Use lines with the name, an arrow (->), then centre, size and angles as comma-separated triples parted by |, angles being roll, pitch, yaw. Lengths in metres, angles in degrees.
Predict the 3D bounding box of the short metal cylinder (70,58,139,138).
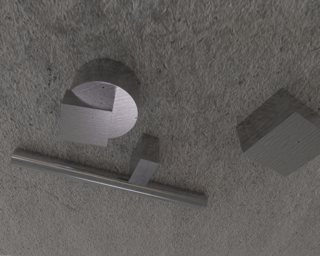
short metal cylinder -> -0.065, -0.034, 0.362 | 0.081, 0.050, 0.079 | 0, 130, 0

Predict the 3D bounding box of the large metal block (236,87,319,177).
large metal block -> 0.160, 0.008, 0.399 | 0.080, 0.050, 0.080 | 29, 124, -22

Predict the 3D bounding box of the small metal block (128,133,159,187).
small metal block -> -0.022, 0.044, 0.428 | 0.025, 0.050, 0.050 | 18, 128, -15

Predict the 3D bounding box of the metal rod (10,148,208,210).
metal rod -> -0.067, 0.082, 0.475 | 0.302, 0.025, 0.025 | 16, 128, -14

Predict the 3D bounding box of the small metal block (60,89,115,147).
small metal block -> -0.078, -0.010, 0.333 | 0.050, 0.025, 0.050 | 9, 130, -8
